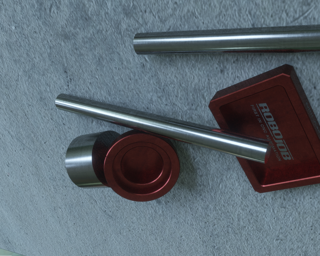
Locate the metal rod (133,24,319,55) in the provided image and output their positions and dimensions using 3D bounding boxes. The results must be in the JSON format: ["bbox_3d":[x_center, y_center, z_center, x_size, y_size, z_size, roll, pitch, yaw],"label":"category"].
[{"bbox_3d":[0.111,-0.084,0.296,0.301,0.025,0.025,6,121,25],"label":"metal rod"}]

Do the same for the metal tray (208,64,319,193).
[{"bbox_3d":[0.124,0.007,0.342,0.090,0.030,0.130,-21,108,35],"label":"metal tray"}]

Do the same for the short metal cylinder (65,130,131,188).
[{"bbox_3d":[-0.087,0.046,0.446,0.050,0.080,0.080,-9,114,32],"label":"short metal cylinder"}]

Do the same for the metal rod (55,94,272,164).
[{"bbox_3d":[-0.018,-0.007,0.387,0.300,0.025,0.025,14,125,29],"label":"metal rod"}]

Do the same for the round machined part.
[{"bbox_3d":[-0.024,0.046,0.420,0.099,0.042,0.097,-1,108,-3],"label":"round machined part"}]
